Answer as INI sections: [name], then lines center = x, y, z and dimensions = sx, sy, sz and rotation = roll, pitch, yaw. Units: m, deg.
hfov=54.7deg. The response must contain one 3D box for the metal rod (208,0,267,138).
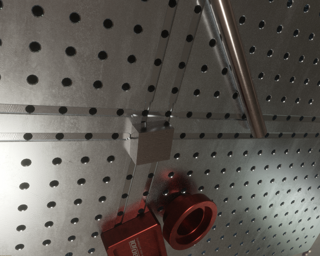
[metal rod]
center = 0.103, -0.092, 0.412
dimensions = 0.025, 0.025, 0.299
rotation = -35, 129, -5

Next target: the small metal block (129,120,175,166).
[small metal block]
center = -0.012, 0.019, 0.418
dimensions = 0.050, 0.025, 0.050
rotation = -7, 122, -25

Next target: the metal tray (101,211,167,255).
[metal tray]
center = -0.037, 0.208, 0.517
dimensions = 0.091, 0.030, 0.129
rotation = -21, 127, -16

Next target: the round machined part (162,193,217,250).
[round machined part]
center = 0.044, 0.149, 0.512
dimensions = 0.099, 0.042, 0.097
rotation = -19, 126, -29
